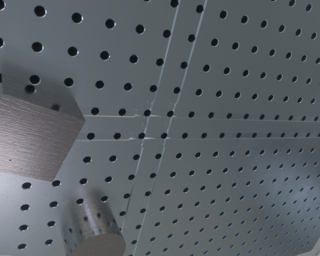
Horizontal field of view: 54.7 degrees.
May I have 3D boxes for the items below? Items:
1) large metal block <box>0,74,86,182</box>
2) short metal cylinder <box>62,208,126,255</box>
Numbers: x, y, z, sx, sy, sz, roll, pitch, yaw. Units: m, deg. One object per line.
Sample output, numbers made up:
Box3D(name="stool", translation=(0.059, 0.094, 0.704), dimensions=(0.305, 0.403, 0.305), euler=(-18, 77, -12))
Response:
Box3D(name="large metal block", translation=(-0.137, 0.002, 0.322), dimensions=(0.080, 0.050, 0.080), euler=(21, 107, -36))
Box3D(name="short metal cylinder", translation=(-0.095, 0.162, 0.444), dimensions=(0.081, 0.050, 0.079), euler=(-14, 124, -21))
